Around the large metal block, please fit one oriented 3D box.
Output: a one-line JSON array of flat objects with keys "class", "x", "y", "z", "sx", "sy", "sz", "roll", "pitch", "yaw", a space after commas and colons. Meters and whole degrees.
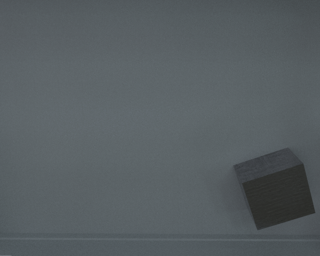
[{"class": "large metal block", "x": 0.157, "y": 0.084, "z": 0.431, "sx": 0.080, "sy": 0.050, "sz": 0.080, "roll": -20, "pitch": 109, "yaw": 6}]
